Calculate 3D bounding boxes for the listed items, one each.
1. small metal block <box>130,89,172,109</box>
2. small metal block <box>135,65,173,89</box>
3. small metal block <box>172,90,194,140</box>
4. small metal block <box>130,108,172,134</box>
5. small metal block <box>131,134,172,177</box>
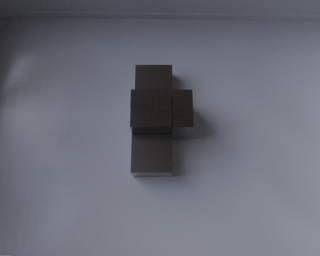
[{"bbox_3d":[-0.011,-0.028,0.405,0.050,0.050,0.025,0,70,0],"label":"small metal block"},{"bbox_3d":[-0.008,-0.059,0.429,0.050,0.025,0.050,0,70,0],"label":"small metal block"},{"bbox_3d":[0.028,-0.016,0.400,0.025,0.050,0.050,0,70,0],"label":"small metal block"},{"bbox_3d":[-0.011,-0.005,0.396,0.050,0.050,0.025,0,70,0],"label":"small metal block"},{"bbox_3d":[-0.010,0.035,0.395,0.050,0.025,0.050,0,70,0],"label":"small metal block"}]
